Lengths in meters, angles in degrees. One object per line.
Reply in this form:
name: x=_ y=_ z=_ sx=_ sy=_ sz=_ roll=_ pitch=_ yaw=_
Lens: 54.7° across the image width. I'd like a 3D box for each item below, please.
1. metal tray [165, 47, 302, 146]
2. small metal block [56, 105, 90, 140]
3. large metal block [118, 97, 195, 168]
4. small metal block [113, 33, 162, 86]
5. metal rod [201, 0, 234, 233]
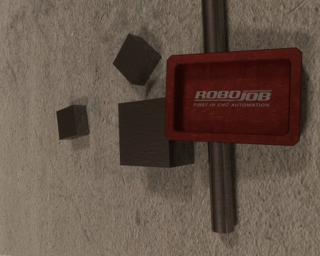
metal tray: x=0.072 y=-0.030 z=0.315 sx=0.130 sy=0.030 sz=0.089 roll=2 pitch=90 yaw=22
small metal block: x=-0.148 y=-0.009 z=0.524 sx=0.050 sy=0.025 sz=0.050 roll=-14 pitch=81 yaw=38
large metal block: x=-0.005 y=0.006 z=0.391 sx=0.080 sy=0.050 sz=0.079 roll=-3 pitch=88 yaw=39
small metal block: x=-0.032 y=-0.094 z=0.430 sx=0.050 sy=0.025 sz=0.050 roll=48 pitch=118 yaw=29
metal rod: x=0.064 y=-0.035 z=0.350 sx=0.025 sy=0.025 sz=0.298 roll=-4 pitch=88 yaw=39
